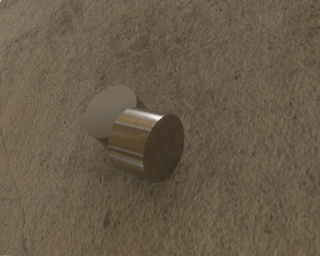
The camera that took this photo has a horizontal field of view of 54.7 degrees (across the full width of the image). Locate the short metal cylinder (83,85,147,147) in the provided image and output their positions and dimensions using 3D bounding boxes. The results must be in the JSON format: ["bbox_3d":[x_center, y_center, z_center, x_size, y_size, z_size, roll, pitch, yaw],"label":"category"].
[{"bbox_3d":[-0.056,-0.011,0.422,0.080,0.050,0.080,-13,56,20],"label":"short metal cylinder"}]

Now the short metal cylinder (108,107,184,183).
[{"bbox_3d":[-0.014,0.019,0.363,0.050,0.080,0.080,14,69,33],"label":"short metal cylinder"}]
